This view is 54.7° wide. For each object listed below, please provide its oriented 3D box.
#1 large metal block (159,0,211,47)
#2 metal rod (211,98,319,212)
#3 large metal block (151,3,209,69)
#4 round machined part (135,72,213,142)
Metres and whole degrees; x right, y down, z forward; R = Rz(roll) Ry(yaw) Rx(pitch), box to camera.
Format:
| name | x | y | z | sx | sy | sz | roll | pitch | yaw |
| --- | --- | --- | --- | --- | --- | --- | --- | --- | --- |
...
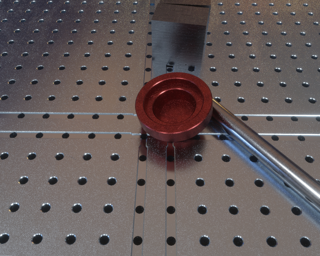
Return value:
| name | x | y | z | sx | sy | sz | roll | pitch | yaw |
| --- | --- | --- | --- | --- | --- | --- | --- | --- | --- |
| large metal block | 0.041 | -0.186 | 0.529 | 0.080 | 0.080 | 0.050 | 4 | 50 | 3 |
| metal rod | 0.139 | 0.039 | 0.375 | 0.025 | 0.025 | 0.300 | -31 | 57 | -23 |
| large metal block | 0.032 | -0.146 | 0.494 | 0.080 | 0.080 | 0.050 | 8 | 51 | 7 |
| round machined part | 0.020 | -0.024 | 0.409 | 0.098 | 0.042 | 0.098 | -5 | 57 | 7 |
